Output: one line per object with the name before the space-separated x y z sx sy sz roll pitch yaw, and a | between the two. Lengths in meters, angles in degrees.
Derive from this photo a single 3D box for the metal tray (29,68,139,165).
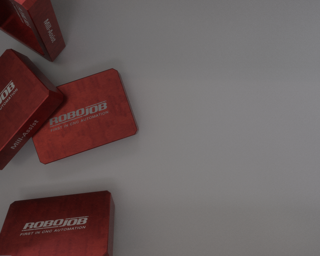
metal tray | -0.103 -0.015 0.408 0.131 0.030 0.090 -19 90 0

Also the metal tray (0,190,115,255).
metal tray | -0.124 0.128 0.379 0.131 0.090 0.030 -6 131 0

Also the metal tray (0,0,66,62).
metal tray | -0.164 -0.136 0.356 0.090 0.130 0.030 33 76 0

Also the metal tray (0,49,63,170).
metal tray | -0.195 -0.022 0.388 0.090 0.030 0.130 45 96 17
